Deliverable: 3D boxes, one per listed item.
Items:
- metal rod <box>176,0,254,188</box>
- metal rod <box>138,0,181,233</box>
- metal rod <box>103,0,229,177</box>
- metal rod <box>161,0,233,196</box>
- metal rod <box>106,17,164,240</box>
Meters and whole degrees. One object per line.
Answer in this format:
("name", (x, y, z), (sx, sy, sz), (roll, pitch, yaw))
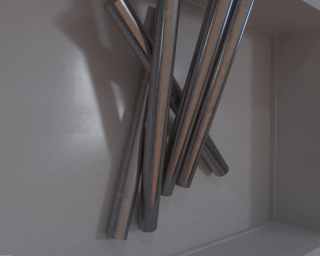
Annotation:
("metal rod", (0.069, -0.061, 0.377), (0.025, 0.025, 0.298), (0, 113, -40))
("metal rod", (-0.002, -0.016, 0.353), (0.025, 0.025, 0.298), (-9, 112, -40))
("metal rod", (0.025, -0.031, 0.400), (0.025, 0.025, 0.300), (-56, 130, -25))
("metal rod", (0.042, -0.052, 0.363), (0.025, 0.025, 0.298), (-2, 116, -40))
("metal rod", (-0.021, -0.016, 0.388), (0.025, 0.025, 0.299), (19, 78, -39))
